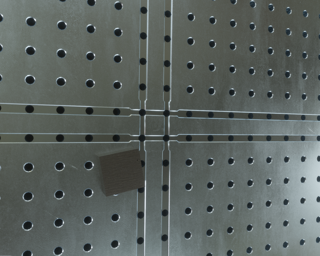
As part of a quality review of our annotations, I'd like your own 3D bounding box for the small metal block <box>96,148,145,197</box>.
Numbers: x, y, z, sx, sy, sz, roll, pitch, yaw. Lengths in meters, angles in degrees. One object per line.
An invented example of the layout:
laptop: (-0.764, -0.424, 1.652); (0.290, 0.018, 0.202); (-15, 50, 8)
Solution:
small metal block: (-0.050, 0.055, 0.395); (0.050, 0.025, 0.050); (-11, 94, -20)
